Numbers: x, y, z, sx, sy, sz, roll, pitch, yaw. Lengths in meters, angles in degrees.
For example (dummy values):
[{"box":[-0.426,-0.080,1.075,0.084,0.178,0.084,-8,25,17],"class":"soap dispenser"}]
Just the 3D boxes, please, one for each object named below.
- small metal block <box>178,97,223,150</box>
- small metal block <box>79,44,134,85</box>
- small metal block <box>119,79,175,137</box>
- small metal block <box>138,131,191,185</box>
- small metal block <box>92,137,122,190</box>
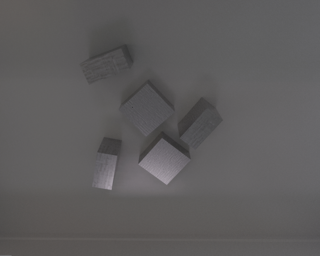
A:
[{"box":[0.050,-0.007,0.396,0.025,0.050,0.050,37,106,-13],"class":"small metal block"},{"box":[-0.062,-0.077,0.369,0.050,0.050,0.025,-19,109,7],"class":"small metal block"},{"box":[-0.017,-0.026,0.401,0.050,0.025,0.050,-41,105,13],"class":"small metal block"},{"box":[0.006,0.041,0.426,0.050,0.025,0.050,38,106,-13],"class":"small metal block"},{"box":[-0.070,0.046,0.414,0.025,0.050,0.050,11,110,-4],"class":"small metal block"}]
